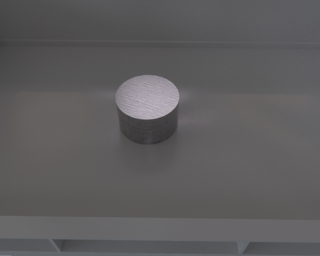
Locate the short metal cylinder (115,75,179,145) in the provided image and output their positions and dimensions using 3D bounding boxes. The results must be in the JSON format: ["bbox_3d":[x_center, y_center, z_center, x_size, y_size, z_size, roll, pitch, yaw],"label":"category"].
[{"bbox_3d":[-0.016,-0.025,0.410,0.080,0.050,0.080,0,50,0],"label":"short metal cylinder"}]
